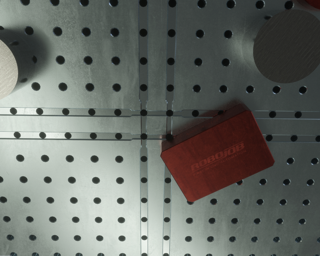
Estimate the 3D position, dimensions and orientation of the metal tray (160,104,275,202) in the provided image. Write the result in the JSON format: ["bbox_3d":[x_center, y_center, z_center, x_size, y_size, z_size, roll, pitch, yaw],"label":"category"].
[{"bbox_3d":[0.077,0.036,0.425,0.130,0.030,0.090,-27,108,9],"label":"metal tray"}]

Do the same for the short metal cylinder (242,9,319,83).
[{"bbox_3d":[0.143,-0.097,0.365,0.081,0.050,0.079,0,110,0],"label":"short metal cylinder"}]

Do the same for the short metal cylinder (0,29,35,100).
[{"bbox_3d":[-0.200,-0.076,0.370,0.081,0.050,0.079,0,110,0],"label":"short metal cylinder"}]

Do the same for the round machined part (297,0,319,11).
[{"bbox_3d":[0.197,-0.180,0.339,0.099,0.042,0.097,0,110,0],"label":"round machined part"}]
